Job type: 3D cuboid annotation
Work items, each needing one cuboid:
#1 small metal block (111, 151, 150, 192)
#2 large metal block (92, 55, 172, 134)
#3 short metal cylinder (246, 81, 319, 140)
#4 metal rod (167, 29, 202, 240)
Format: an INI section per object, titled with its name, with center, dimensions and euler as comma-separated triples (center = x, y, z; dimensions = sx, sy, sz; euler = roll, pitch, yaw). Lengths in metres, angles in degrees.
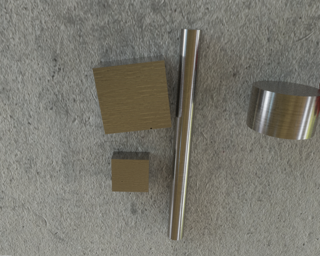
[small metal block]
center = -0.040, 0.061, 0.432
dimensions = 0.050, 0.025, 0.050
euler = 1, 110, -1
[large metal block]
center = -0.031, -0.042, 0.380
dimensions = 0.080, 0.050, 0.079
euler = -6, 110, 2
[short metal cylinder]
center = 0.149, -0.024, 0.374
dimensions = 0.081, 0.080, 0.050
euler = 3, 110, -2
[metal rod]
center = 0.031, 0.022, 0.418
dimensions = 0.025, 0.025, 0.298
euler = 2, 110, -1
